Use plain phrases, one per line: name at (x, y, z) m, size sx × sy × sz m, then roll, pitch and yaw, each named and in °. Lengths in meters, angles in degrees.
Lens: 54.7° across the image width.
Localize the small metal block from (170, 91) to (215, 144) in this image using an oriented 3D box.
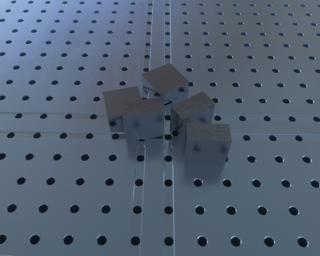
small metal block at (0.041, -0.013, 0.403) m, size 0.050 × 0.050 × 0.025 m, roll -27°, pitch 55°, yaw -21°

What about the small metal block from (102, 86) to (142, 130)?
small metal block at (-0.050, -0.029, 0.431) m, size 0.050 × 0.025 × 0.050 m, roll -11°, pitch 51°, yaw -10°

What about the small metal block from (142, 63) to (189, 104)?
small metal block at (0.007, -0.066, 0.463) m, size 0.050 × 0.025 × 0.050 m, roll -26°, pitch 55°, yaw -20°

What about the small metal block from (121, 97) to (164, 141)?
small metal block at (-0.022, -0.011, 0.400) m, size 0.050 × 0.050 × 0.025 m, roll -7°, pitch 51°, yaw -6°

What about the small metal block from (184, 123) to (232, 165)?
small metal block at (0.056, 0.020, 0.375) m, size 0.050 × 0.050 × 0.025 m, roll 1°, pitch 50°, yaw 1°
